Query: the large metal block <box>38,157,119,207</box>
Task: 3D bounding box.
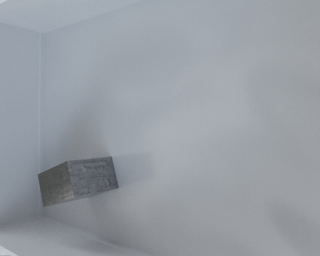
[{"bbox_3d":[-0.124,0.081,0.470,0.080,0.081,0.050,-24,75,37],"label":"large metal block"}]
